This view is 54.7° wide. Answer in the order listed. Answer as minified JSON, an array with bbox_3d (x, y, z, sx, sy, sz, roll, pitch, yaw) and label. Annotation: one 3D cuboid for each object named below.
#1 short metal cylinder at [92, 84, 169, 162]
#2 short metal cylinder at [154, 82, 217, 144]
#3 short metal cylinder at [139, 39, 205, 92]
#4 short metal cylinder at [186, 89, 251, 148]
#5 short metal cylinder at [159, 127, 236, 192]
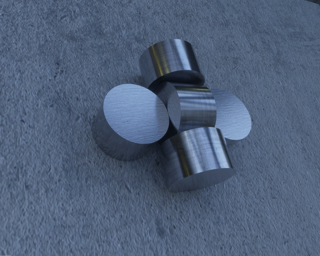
[{"bbox_3d":[-0.036,-0.006,0.373,0.081,0.050,0.080,14,55,-21],"label":"short metal cylinder"},{"bbox_3d":[0.027,-0.017,0.396,0.050,0.080,0.080,0,62,-28],"label":"short metal cylinder"},{"bbox_3d":[0.015,-0.075,0.424,0.081,0.080,0.050,0,62,-28],"label":"short metal cylinder"},{"bbox_3d":[0.080,-0.008,0.436,0.081,0.050,0.080,13,57,-21],"label":"short metal cylinder"},{"bbox_3d":[0.044,0.040,0.370,0.081,0.080,0.050,0,62,-28],"label":"short metal cylinder"}]
